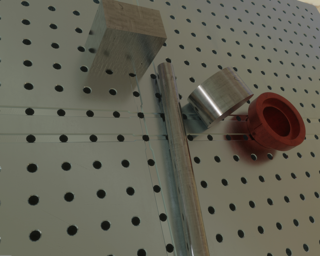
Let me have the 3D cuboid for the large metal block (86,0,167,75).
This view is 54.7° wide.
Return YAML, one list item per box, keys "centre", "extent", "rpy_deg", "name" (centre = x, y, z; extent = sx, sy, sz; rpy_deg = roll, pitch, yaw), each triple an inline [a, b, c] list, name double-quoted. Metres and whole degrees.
- centre: [-0.048, -0.120, 0.421]
  extent: [0.081, 0.080, 0.050]
  rpy_deg: [1, 61, -28]
  name: "large metal block"

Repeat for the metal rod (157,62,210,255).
- centre: [0.027, 0.039, 0.400]
  extent: [0.025, 0.025, 0.299]
  rpy_deg: [6, 59, -26]
  name: "metal rod"

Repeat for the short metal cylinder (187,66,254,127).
- centre: [0.087, -0.044, 0.448]
  extent: [0.081, 0.080, 0.050]
  rpy_deg: [-27, 77, -37]
  name: "short metal cylinder"

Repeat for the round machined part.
- centre: [0.182, -0.006, 0.502]
  extent: [0.099, 0.042, 0.098]
  rpy_deg: [14, 56, -21]
  name: "round machined part"
